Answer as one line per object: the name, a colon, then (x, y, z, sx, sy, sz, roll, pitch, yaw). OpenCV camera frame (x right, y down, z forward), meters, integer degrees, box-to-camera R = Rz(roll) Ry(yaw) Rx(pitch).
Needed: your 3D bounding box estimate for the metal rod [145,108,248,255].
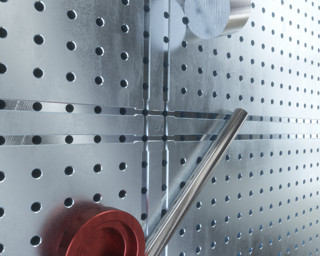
metal rod: (0.055, 0.078, 0.457, 0.301, 0.025, 0.025, -51, 120, -28)

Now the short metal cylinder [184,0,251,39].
short metal cylinder: (0.082, -0.172, 0.444, 0.050, 0.080, 0.080, -23, 105, -38)

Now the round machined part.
round machined part: (-0.068, 0.136, 0.343, 0.099, 0.042, 0.097, 0, 90, -40)
